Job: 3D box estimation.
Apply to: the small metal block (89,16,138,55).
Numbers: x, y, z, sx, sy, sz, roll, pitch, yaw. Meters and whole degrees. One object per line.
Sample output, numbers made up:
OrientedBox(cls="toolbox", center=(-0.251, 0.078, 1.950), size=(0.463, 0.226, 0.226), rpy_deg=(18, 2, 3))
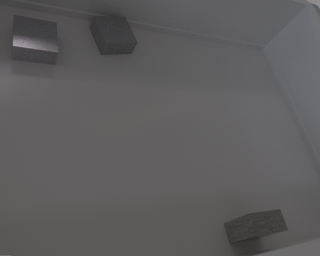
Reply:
OrientedBox(cls="small metal block", center=(-0.068, -0.135, 0.451), size=(0.050, 0.025, 0.050), rpy_deg=(-12, 68, -33))

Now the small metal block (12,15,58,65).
OrientedBox(cls="small metal block", center=(-0.157, -0.110, 0.388), size=(0.050, 0.025, 0.050), rpy_deg=(3, 61, -27))

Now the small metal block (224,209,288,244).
OrientedBox(cls="small metal block", center=(0.116, 0.120, 0.378), size=(0.050, 0.050, 0.025), rpy_deg=(2, 61, -27))
